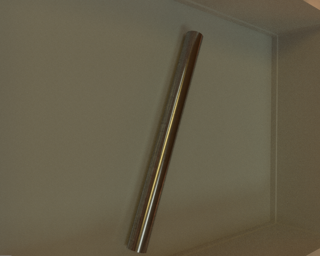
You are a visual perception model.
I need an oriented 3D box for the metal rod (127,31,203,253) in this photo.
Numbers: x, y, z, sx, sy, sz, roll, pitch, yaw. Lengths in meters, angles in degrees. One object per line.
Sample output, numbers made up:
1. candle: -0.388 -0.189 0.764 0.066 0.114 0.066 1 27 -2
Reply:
1. metal rod: 0.011 0.008 0.411 0.025 0.025 0.299 25 74 -37
